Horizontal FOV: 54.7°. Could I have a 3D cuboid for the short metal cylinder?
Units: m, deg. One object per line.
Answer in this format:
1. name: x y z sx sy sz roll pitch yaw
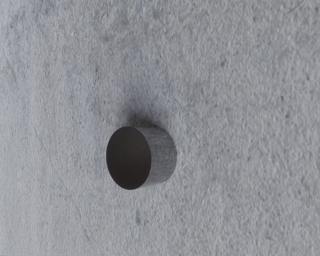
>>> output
1. short metal cylinder: -0.025 0.037 0.407 0.080 0.050 0.079 0 90 39
